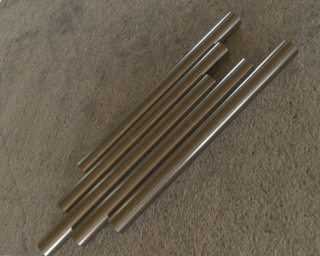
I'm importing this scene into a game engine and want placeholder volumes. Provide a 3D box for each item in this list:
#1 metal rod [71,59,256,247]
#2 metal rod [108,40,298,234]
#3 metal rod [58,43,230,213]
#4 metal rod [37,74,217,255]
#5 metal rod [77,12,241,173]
[{"bbox_3d":[0.007,0.028,0.383,0.300,0.025,0.025,-45,51,-4],"label":"metal rod"},{"bbox_3d":[0.054,0.008,0.371,0.300,0.025,0.025,-45,51,-4],"label":"metal rod"},{"bbox_3d":[-0.019,-0.002,0.415,0.300,0.025,0.025,-45,51,-4],"label":"metal rod"},{"bbox_3d":[-0.037,0.045,0.396,0.300,0.025,0.025,-45,51,-4],"label":"metal rod"},{"bbox_3d":[0.002,-0.050,0.434,0.300,0.025,0.025,-45,51,-4],"label":"metal rod"}]
